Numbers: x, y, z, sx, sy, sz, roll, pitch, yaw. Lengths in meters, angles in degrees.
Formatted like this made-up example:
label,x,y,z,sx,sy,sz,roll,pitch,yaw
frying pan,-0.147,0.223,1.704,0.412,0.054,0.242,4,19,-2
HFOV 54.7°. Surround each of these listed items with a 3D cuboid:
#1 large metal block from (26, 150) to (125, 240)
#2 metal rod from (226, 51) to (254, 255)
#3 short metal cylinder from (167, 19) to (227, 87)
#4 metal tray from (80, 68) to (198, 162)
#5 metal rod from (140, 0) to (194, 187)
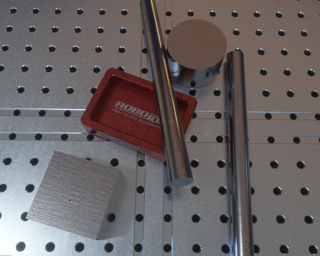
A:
label,x,y,z,sx,sy,sz,roll,pitch,yaw
large metal block,-0.095,0.081,0.368,0.080,0.050,0.080,16,71,5
metal rod,0.102,0.035,0.400,0.025,0.025,0.299,3,70,1
short metal cylinder,0.049,-0.104,0.437,0.081,0.050,0.080,0,69,0
metal tray,-0.026,-0.018,0.415,0.131,0.030,0.090,21,71,7
metal rod,0.002,-0.068,0.405,0.025,0.025,0.299,-8,59,-3
